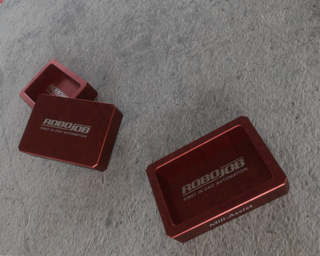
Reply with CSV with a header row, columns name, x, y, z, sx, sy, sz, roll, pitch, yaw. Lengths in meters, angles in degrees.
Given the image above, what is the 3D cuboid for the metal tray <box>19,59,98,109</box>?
name,x,y,z,sx,sy,sz,roll,pitch,yaw
metal tray,-0.176,-0.058,0.528,0.130,0.030,0.090,35,81,38

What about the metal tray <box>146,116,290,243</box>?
name,x,y,z,sx,sy,sz,roll,pitch,yaw
metal tray,0.057,0.055,0.336,0.130,0.030,0.090,-29,52,9

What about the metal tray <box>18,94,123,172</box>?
name,x,y,z,sx,sy,sz,roll,pitch,yaw
metal tray,-0.127,0.005,0.441,0.130,0.030,0.090,9,74,19
